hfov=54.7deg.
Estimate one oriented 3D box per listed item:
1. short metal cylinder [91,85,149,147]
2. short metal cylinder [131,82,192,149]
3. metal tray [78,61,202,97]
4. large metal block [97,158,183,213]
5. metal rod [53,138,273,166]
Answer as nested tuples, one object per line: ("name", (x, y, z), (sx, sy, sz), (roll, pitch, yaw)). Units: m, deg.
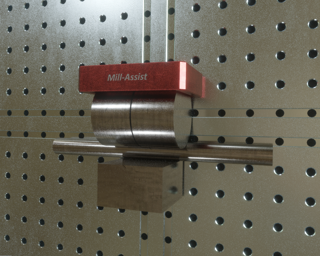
("short metal cylinder", (-0.044, -0.016, 0.396), (0.050, 0.080, 0.079), (1, 90, 20))
("short metal cylinder", (0.005, -0.016, 0.379), (0.050, 0.080, 0.079), (2, 91, 20))
("metal tray", (-0.021, -0.056, 0.381), (0.130, 0.090, 0.030), (1, 91, 20))
("large metal block", (-0.022, 0.067, 0.386), (0.080, 0.080, 0.050), (1, 91, 20))
("metal rod", (-0.010, 0.029, 0.412), (0.301, 0.025, 0.025), (1, 91, 19))
